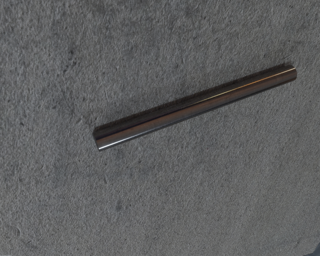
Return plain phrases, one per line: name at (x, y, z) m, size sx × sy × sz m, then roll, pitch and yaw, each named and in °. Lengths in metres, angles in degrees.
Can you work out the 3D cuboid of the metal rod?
metal rod at (0.059, -0.032, 0.417) m, size 0.302 × 0.025 × 0.025 m, roll -20°, pitch 126°, yaw -17°
